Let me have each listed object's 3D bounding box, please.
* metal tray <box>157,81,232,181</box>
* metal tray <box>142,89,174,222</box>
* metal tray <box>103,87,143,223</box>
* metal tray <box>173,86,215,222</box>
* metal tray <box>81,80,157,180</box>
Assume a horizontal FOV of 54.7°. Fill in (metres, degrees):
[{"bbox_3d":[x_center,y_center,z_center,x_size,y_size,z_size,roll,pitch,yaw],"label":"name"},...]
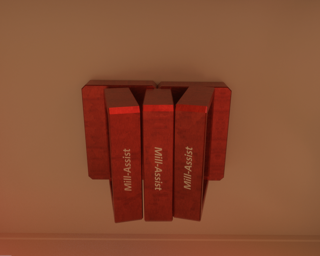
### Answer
[{"bbox_3d":[0.041,0.006,0.409,0.091,0.030,0.129,0,110,-1],"label":"metal tray"},{"bbox_3d":[-0.002,0.027,0.351,0.030,0.090,0.129,0,108,0],"label":"metal tray"},{"bbox_3d":[-0.042,0.027,0.349,0.030,0.090,0.129,-4,111,-12],"label":"metal tray"},{"bbox_3d":[0.039,0.025,0.350,0.030,0.090,0.129,5,111,13],"label":"metal tray"},{"bbox_3d":[-0.050,0.004,0.407,0.091,0.030,0.129,0,110,-1],"label":"metal tray"}]
